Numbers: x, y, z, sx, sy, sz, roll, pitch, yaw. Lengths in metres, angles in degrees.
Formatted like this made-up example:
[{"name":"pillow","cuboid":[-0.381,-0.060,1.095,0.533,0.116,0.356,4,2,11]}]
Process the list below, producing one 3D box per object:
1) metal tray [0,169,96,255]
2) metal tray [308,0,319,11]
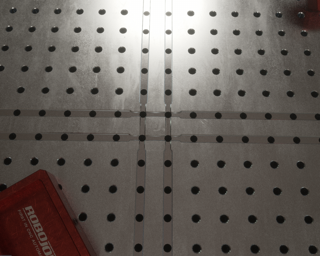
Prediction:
[{"name":"metal tray","cuboid":[-0.143,0.126,0.361,0.090,0.030,0.130,-31,73,-11]},{"name":"metal tray","cuboid":[0.266,-0.247,0.453,0.090,0.030,0.129,-13,114,5]}]
